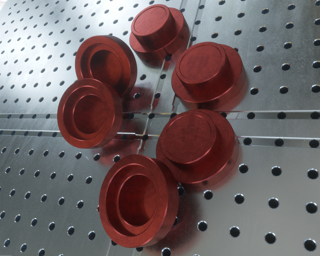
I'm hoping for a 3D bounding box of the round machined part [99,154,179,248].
[{"bbox_3d":[-0.019,0.081,0.348,0.098,0.042,0.098,-12,69,35],"label":"round machined part"}]

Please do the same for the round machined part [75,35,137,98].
[{"bbox_3d":[-0.077,-0.092,0.473,0.098,0.097,0.042,8,21,23],"label":"round machined part"}]

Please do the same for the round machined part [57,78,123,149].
[{"bbox_3d":[-0.095,-0.019,0.445,0.098,0.042,0.098,-2,85,24],"label":"round machined part"}]

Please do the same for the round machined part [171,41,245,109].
[{"bbox_3d":[0.060,-0.076,0.413,0.098,0.042,0.098,-13,56,21],"label":"round machined part"}]

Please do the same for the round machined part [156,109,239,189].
[{"bbox_3d":[0.039,0.018,0.366,0.098,0.042,0.098,-13,56,21],"label":"round machined part"}]

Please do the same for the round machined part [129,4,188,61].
[{"bbox_3d":[-0.007,-0.160,0.500,0.098,0.042,0.098,-13,56,21],"label":"round machined part"}]
